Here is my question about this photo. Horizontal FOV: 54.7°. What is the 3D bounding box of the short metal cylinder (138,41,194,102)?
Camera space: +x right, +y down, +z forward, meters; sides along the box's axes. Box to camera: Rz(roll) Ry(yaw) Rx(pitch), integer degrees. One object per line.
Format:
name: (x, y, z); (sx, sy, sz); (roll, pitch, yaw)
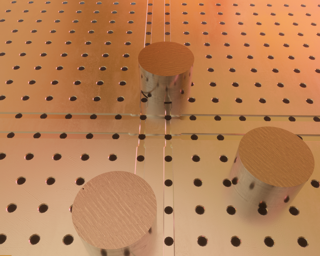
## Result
short metal cylinder: (0.009, -0.085, 0.463); (0.081, 0.050, 0.080); (0, 50, 0)

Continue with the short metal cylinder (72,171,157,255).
short metal cylinder: (-0.043, 0.091, 0.314); (0.081, 0.050, 0.080); (0, 50, 0)

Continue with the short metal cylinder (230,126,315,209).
short metal cylinder: (0.126, 0.045, 0.356); (0.081, 0.050, 0.080); (0, 50, 0)
